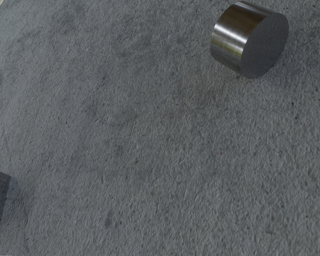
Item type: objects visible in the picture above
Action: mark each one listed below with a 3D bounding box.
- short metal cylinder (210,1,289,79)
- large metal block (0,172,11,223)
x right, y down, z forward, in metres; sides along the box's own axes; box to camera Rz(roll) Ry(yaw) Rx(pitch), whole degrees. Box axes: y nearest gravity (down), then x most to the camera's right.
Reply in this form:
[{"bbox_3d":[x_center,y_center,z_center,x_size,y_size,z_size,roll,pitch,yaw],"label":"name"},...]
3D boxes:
[{"bbox_3d":[0.109,-0.107,0.377,0.080,0.080,0.050,-45,51,-3],"label":"short metal cylinder"},{"bbox_3d":[-0.284,0.110,0.469,0.080,0.050,0.080,-16,55,19],"label":"large metal block"}]
